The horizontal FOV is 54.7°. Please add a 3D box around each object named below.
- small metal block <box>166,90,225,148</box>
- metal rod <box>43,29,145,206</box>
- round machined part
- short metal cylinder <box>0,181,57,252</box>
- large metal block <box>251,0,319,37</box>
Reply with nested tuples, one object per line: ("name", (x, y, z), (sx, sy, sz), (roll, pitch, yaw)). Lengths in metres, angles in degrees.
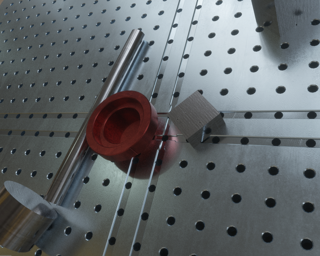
("small metal block", (0.045, -0.012, 0.391), (0.050, 0.025, 0.050), (-38, 51, 2))
("metal rod", (-0.092, -0.028, 0.471), (0.025, 0.025, 0.300), (10, 67, 32))
("round machined part", (-0.047, 0.001, 0.420), (0.098, 0.042, 0.098), (-13, 56, 20))
("short metal cylinder", (-0.181, 0.112, 0.397), (0.080, 0.080, 0.050), (31, 79, 37))
("large metal block", (0.165, -0.180, 0.397), (0.080, 0.080, 0.050), (-37, 51, 3))
